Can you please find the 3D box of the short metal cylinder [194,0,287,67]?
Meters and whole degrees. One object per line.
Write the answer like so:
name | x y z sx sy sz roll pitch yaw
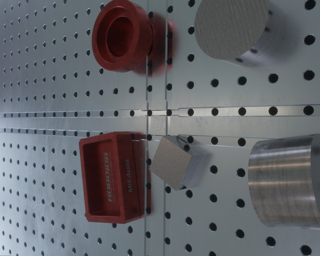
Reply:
short metal cylinder | 0.084 -0.107 0.324 0.080 0.050 0.079 0 90 40

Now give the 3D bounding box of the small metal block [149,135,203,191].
small metal block | 0.019 0.043 0.393 0.050 0.025 0.050 34 111 35

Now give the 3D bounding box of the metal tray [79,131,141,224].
metal tray | -0.079 0.075 0.470 0.090 0.030 0.129 -12 83 39

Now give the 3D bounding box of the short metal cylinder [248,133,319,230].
short metal cylinder | 0.120 0.047 0.275 0.050 0.081 0.080 -11 83 39

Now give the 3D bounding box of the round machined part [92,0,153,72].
round machined part | -0.049 -0.127 0.439 0.098 0.042 0.097 0 90 40
